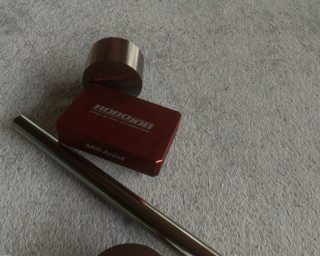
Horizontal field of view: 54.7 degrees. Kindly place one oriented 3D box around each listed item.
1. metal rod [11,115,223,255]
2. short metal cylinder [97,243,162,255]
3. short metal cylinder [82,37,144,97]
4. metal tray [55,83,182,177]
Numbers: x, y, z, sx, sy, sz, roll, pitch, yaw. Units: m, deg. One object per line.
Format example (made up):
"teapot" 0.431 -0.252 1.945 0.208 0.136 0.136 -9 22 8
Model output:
"metal rod" -0.064 0.064 0.349 0.300 0.025 0.025 30 56 23
"short metal cylinder" -0.026 0.147 0.263 0.081 0.050 0.080 0 50 0
"short metal cylinder" -0.064 -0.078 0.433 0.080 0.080 0.050 0 50 0
"metal tray" -0.048 -0.002 0.385 0.131 0.030 0.090 20 46 7
